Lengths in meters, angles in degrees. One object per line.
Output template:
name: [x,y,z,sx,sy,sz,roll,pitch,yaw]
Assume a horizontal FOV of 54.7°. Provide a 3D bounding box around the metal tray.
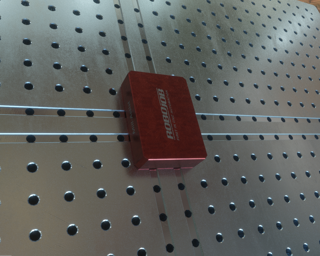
metal tray: [0.004,-0.012,0.415,0.091,0.030,0.130,2,61,-28]
